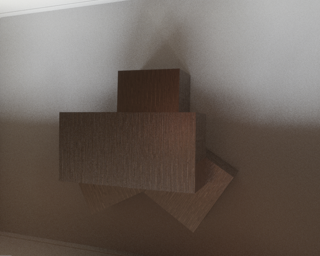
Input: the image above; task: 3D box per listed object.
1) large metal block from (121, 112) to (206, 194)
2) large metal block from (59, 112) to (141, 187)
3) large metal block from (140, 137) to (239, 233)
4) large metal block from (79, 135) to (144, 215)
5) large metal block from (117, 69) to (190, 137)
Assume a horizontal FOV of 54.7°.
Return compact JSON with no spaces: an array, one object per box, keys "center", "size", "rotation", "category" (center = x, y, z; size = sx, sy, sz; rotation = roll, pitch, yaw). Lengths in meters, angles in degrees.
[{"center":[0.005,0.024,0.339],"size":[0.080,0.050,0.080],"rotation":[1,90,20],"category":"large metal block"},{"center":[-0.070,0.022,0.367],"size":[0.080,0.050,0.080],"rotation":[1,90,20],"category":"large metal block"},{"center":[0.037,0.064,0.381],"size":[0.080,0.050,0.080],"rotation":[36,101,17],"category":"large metal block"},{"center":[-0.063,0.059,0.418],"size":[0.080,0.050,0.080],"rotation":[-27,81,18],"category":"large metal block"},{"center":[-0.007,-0.031,0.398],"size":[0.080,0.050,0.080],"rotation":[2,91,20],"category":"large metal block"}]
